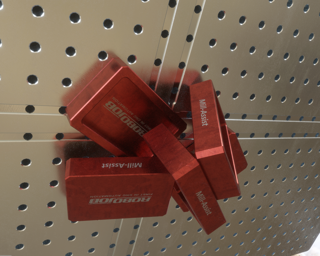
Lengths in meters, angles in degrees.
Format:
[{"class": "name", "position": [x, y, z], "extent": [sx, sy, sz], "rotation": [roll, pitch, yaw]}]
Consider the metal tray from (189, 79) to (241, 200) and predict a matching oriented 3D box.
[{"class": "metal tray", "position": [0.068, 0.012, 0.390], "extent": [0.030, 0.130, 0.090], "rotation": [-16, 131, 15]}]

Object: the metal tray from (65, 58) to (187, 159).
[{"class": "metal tray", "position": [-0.037, -0.011, 0.382], "extent": [0.090, 0.030, 0.130], "rotation": [-46, 130, 3]}]

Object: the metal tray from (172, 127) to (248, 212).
[{"class": "metal tray", "position": [0.068, 0.064, 0.486], "extent": [0.130, 0.030, 0.090], "rotation": [-36, 129, -5]}]

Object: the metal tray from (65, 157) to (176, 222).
[{"class": "metal tray", "position": [-0.051, 0.079, 0.399], "extent": [0.131, 0.030, 0.089], "rotation": [0, 130, -12]}]

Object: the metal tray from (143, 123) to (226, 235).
[{"class": "metal tray", "position": [0.032, 0.065, 0.388], "extent": [0.030, 0.090, 0.130], "rotation": [-34, 129, -7]}]
